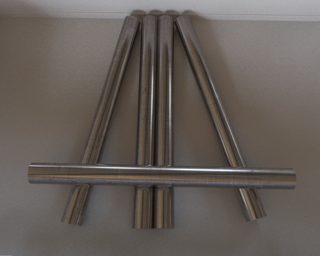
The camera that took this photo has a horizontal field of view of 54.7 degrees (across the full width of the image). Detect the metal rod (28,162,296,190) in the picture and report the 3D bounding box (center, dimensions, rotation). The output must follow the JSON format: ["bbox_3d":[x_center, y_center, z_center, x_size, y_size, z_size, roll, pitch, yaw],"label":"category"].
[{"bbox_3d":[0.002,0.056,0.360,0.302,0.025,0.025,1,70,0],"label":"metal rod"}]

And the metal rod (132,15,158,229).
[{"bbox_3d":[-0.018,-0.022,0.416,0.025,0.025,0.299,1,70,0],"label":"metal rod"}]

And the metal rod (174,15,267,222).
[{"bbox_3d":[0.074,-0.027,0.419,0.025,0.025,0.299,-15,71,-5],"label":"metal rod"}]

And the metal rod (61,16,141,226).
[{"bbox_3d":[-0.073,-0.024,0.416,0.025,0.025,0.299,12,70,4],"label":"metal rod"}]

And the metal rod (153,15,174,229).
[{"bbox_3d":[0.007,-0.022,0.416,0.025,0.025,0.299,1,70,0],"label":"metal rod"}]
